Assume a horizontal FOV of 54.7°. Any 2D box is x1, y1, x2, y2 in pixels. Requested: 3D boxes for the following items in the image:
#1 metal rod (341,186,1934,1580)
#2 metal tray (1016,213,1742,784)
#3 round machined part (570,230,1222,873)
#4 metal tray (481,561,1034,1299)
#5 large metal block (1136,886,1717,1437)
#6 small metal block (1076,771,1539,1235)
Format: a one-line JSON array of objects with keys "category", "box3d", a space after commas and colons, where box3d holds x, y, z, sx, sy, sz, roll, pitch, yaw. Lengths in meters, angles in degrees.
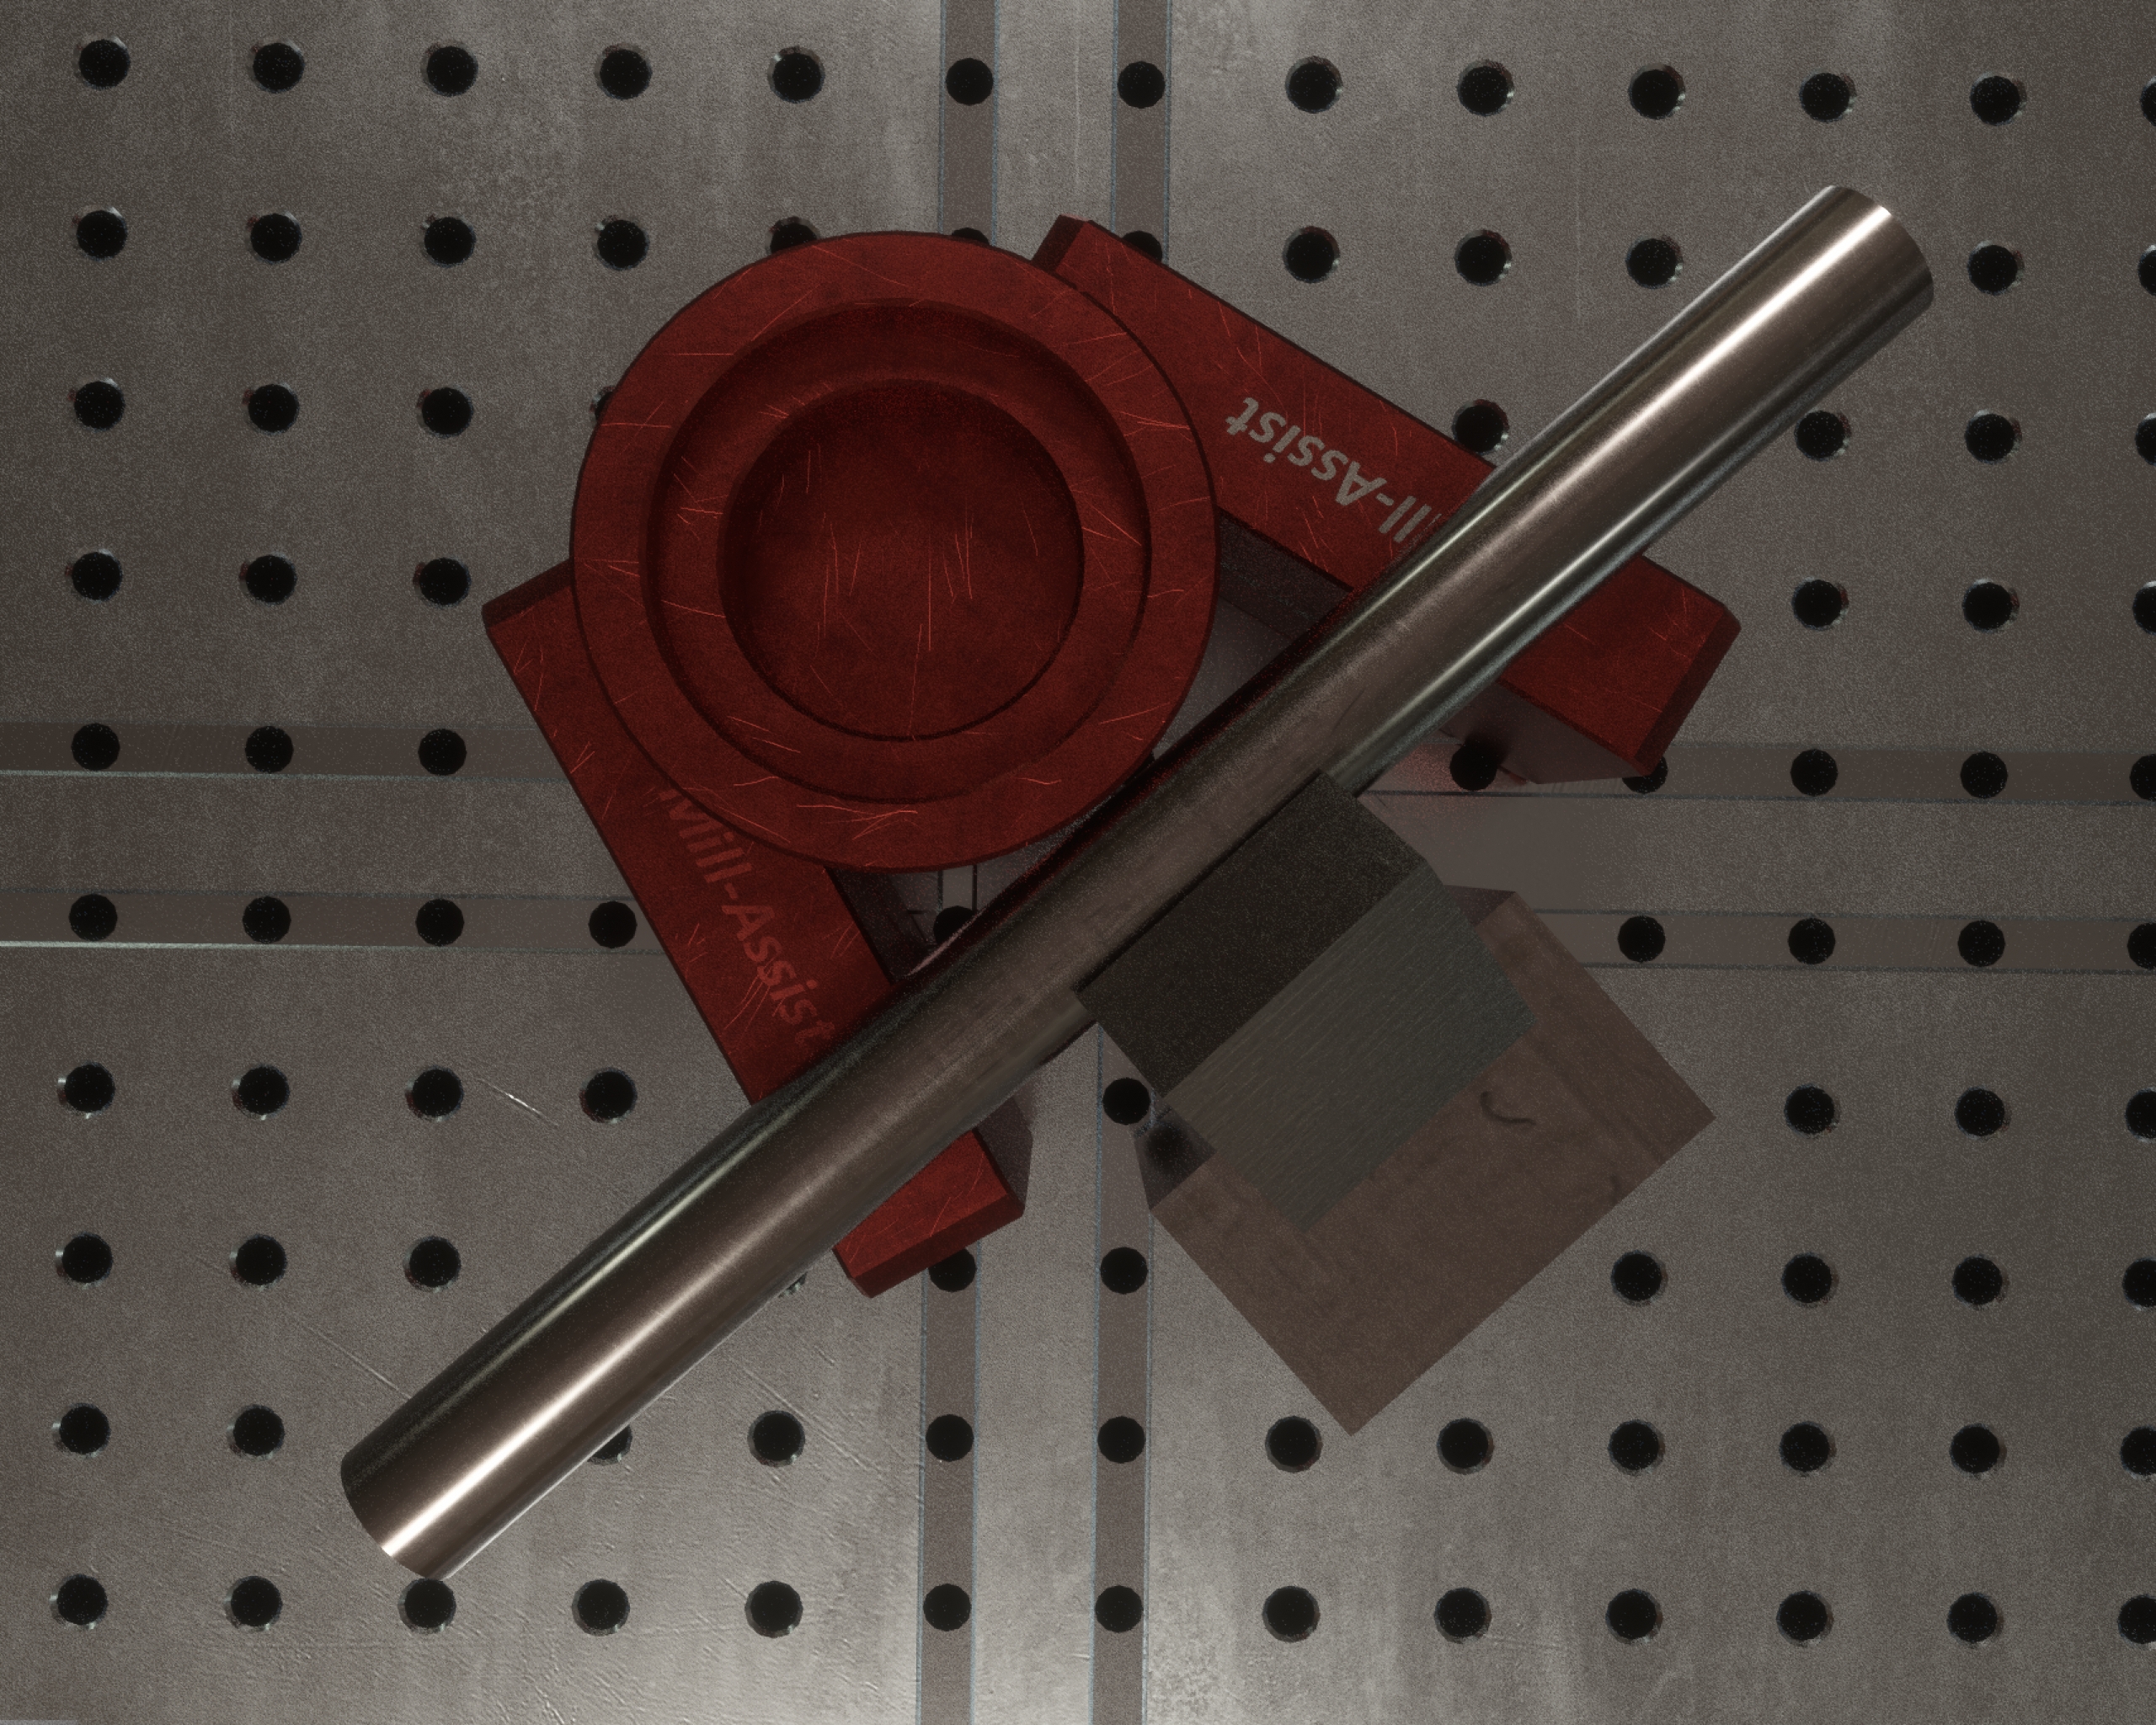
[{"category": "metal rod", "box3d": [0.010, 0.003, 0.323, 0.300, 0.025, 0.025, -41, 91, -1]}, {"category": "metal tray", "box3d": [0.046, -0.061, 0.380, 0.130, 0.090, 0.030, 31, 91, -1]}, {"category": "round machined part", "box3d": [-0.028, -0.047, 0.336, 0.099, 0.042, 0.097, 0, 90, -1]}, {"category": "metal tray", "box3d": [-0.053, 0.008, 0.380, 0.030, 0.090, 0.130, -29, 90, 0]}, {"category": "large metal block", "box3d": [0.058, 0.049, 0.383, 0.080, 0.080, 0.050, -41, 91, 0]}, {"category": "small metal block", "box3d": [0.036, 0.023, 0.320, 0.050, 0.050, 0.025, -43, 46, 0]}]
